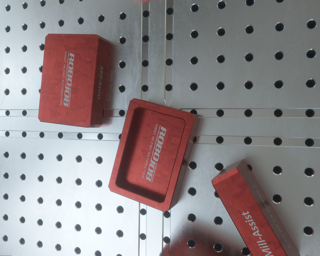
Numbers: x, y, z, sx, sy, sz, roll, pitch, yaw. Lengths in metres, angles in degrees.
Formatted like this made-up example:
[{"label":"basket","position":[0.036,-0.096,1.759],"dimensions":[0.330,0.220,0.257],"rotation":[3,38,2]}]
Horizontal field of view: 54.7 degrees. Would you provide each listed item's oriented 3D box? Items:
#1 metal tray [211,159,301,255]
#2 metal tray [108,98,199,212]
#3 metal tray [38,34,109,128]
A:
[{"label":"metal tray","position":[0.109,0.102,0.339],"dimensions":[0.030,0.090,0.130],"rotation":[-32,80,17]},{"label":"metal tray","position":[-0.009,0.034,0.412],"dimensions":[0.090,0.030,0.129],"rotation":[17,95,18]},{"label":"metal tray","position":[-0.127,-0.069,0.453],"dimensions":[0.090,0.030,0.129],"rotation":[7,92,19]}]
